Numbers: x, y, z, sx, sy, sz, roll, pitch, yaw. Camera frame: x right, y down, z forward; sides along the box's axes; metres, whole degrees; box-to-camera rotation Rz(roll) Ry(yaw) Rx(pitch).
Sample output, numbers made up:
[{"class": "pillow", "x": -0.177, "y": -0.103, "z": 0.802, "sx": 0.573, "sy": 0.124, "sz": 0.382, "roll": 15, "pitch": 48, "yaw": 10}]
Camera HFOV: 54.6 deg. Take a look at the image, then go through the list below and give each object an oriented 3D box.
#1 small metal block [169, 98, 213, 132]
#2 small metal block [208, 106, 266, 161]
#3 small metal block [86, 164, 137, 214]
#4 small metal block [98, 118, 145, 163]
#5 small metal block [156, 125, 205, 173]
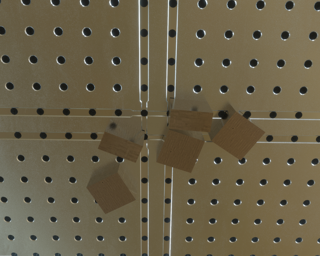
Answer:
[{"class": "small metal block", "x": 0.037, "y": -0.017, "z": 0.394, "sx": 0.050, "sy": 0.050, "sz": 0.025, "roll": 5, "pitch": 110, "yaw": -2}, {"class": "small metal block", "x": 0.102, "y": 0.007, "z": 0.417, "sx": 0.050, "sy": 0.025, "sz": 0.050, "roll": 33, "pitch": 107, "yaw": -12}, {"class": "small metal block", "x": -0.068, "y": 0.088, "z": 0.445, "sx": 0.050, "sy": 0.025, "sz": 0.050, "roll": -27, "pitch": 108, "yaw": 9}, {"class": "small metal block", "x": -0.049, "y": 0.015, "z": 0.405, "sx": 0.050, "sy": 0.050, "sz": 0.025, "roll": 22, "pitch": 109, "yaw": -8}, {"class": "small metal block", "x": 0.027, "y": 0.027, "z": 0.424, "sx": 0.050, "sy": 0.025, "sz": 0.050, "roll": 18, "pitch": 109, "yaw": -7}]
